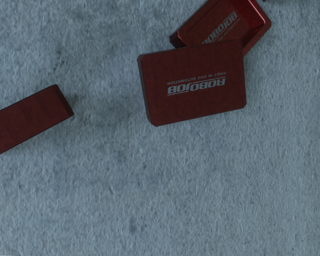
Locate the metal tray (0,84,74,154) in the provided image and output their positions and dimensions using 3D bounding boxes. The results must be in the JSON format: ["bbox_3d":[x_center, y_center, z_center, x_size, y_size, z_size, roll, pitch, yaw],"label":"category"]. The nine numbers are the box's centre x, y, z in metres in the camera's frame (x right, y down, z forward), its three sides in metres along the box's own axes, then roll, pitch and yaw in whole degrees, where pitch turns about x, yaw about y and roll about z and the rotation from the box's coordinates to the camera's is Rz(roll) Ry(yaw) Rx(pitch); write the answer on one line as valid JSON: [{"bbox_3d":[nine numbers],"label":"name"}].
[{"bbox_3d":[-0.137,-0.003,0.303,0.091,0.130,0.030,-31,101,-18],"label":"metal tray"}]

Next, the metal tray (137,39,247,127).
[{"bbox_3d":[0.043,-0.060,0.401,0.131,0.030,0.089,-12,107,-10],"label":"metal tray"}]

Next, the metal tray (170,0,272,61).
[{"bbox_3d":[0.088,-0.137,0.440,0.090,0.030,0.130,46,75,-15],"label":"metal tray"}]
